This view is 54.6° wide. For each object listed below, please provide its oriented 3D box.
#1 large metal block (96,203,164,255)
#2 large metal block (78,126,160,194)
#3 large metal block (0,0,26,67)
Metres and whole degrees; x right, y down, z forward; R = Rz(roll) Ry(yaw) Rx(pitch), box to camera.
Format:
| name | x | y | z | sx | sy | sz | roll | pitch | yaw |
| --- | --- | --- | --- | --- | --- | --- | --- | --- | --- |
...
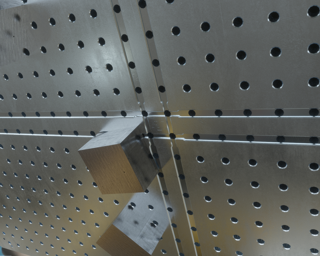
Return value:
| name | x | y | z | sx | sy | sz | roll | pitch | yaw |
| --- | --- | --- | --- | --- | --- | --- | --- | --- | --- |
| large metal block | -0.054 | 0.192 | 0.543 | 0.080 | 0.050 | 0.080 | 38 | 129 | 2 |
| large metal block | -0.060 | 0.049 | 0.458 | 0.080 | 0.050 | 0.080 | -11 | 113 | 33 |
| large metal block | -0.232 | -0.129 | 0.419 | 0.050 | 0.080 | 0.079 | 26 | 128 | 12 |
